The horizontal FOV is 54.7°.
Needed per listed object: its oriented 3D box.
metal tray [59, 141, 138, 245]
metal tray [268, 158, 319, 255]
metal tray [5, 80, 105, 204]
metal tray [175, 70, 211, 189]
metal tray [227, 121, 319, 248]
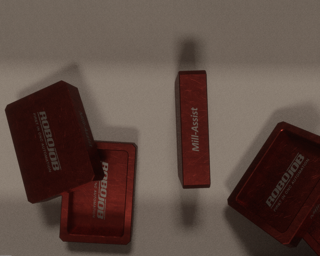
[{"bbox_3d":[-0.079,0.082,0.407,0.091,0.030,0.129,3,90,-1],"label":"metal tray"},{"bbox_3d":[0.205,0.103,0.364,0.090,0.130,0.030,-43,135,7],"label":"metal tray"},{"bbox_3d":[-0.132,0.017,0.386,0.090,0.030,0.129,-22,78,10],"label":"metal tray"},{"bbox_3d":[0.037,0.001,0.379,0.030,0.090,0.129,-2,90,0],"label":"metal tray"},{"bbox_3d":[0.156,0.065,0.381,0.030,0.090,0.130,36,87,-44],"label":"metal tray"}]
